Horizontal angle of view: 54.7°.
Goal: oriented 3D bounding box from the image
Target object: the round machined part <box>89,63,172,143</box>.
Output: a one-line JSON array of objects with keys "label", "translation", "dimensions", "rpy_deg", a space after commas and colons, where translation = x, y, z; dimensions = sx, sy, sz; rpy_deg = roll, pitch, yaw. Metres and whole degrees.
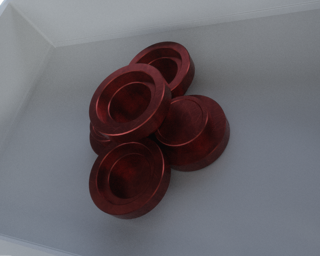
[{"label": "round machined part", "translation": [-0.031, -0.025, 0.369], "dimensions": [0.098, 0.042, 0.098], "rpy_deg": [-13, 56, 20]}]

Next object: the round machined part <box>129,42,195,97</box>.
[{"label": "round machined part", "translation": [0.002, -0.069, 0.432], "dimensions": [0.098, 0.042, 0.098], "rpy_deg": [-13, 56, 20]}]

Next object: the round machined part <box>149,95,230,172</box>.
[{"label": "round machined part", "translation": [0.031, 0.000, 0.375], "dimensions": [0.098, 0.042, 0.098], "rpy_deg": [-13, 56, 20]}]

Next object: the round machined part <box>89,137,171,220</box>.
[{"label": "round machined part", "translation": [-0.032, 0.060, 0.371], "dimensions": [0.098, 0.042, 0.098], "rpy_deg": [-13, 56, 20]}]

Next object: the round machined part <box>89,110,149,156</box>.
[{"label": "round machined part", "translation": [-0.056, -0.003, 0.422], "dimensions": [0.098, 0.042, 0.098], "rpy_deg": [-13, 56, 20]}]
